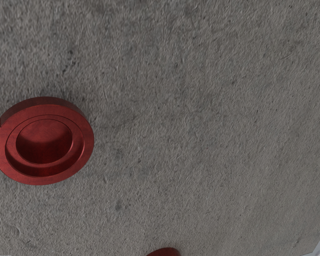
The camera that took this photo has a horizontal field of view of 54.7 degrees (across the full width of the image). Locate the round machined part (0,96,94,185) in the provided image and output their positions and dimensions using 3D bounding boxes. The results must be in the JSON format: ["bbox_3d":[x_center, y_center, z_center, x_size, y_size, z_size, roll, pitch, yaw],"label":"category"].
[{"bbox_3d":[-0.125,0.010,0.334,0.099,0.042,0.097,-14,124,-21],"label":"round machined part"}]

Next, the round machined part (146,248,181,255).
[{"bbox_3d":[0.003,0.269,0.564,0.099,0.042,0.097,-14,124,-21],"label":"round machined part"}]
